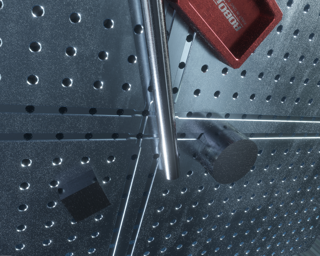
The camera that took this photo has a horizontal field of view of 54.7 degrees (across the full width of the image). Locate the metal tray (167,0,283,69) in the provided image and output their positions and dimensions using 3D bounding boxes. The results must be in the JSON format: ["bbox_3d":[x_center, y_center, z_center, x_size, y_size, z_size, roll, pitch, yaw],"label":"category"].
[{"bbox_3d":[0.080,-0.143,0.365,0.090,0.030,0.130,-50,129,7],"label":"metal tray"}]

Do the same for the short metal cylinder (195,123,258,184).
[{"bbox_3d":[0.102,0.039,0.477,0.081,0.050,0.079,-14,124,-21],"label":"short metal cylinder"}]

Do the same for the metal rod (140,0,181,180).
[{"bbox_3d":[0.002,-0.052,0.381,0.025,0.025,0.298,-20,126,-17],"label":"metal rod"}]

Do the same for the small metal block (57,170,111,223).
[{"bbox_3d":[-0.101,0.091,0.414,0.050,0.025,0.050,-27,128,-12],"label":"small metal block"}]
